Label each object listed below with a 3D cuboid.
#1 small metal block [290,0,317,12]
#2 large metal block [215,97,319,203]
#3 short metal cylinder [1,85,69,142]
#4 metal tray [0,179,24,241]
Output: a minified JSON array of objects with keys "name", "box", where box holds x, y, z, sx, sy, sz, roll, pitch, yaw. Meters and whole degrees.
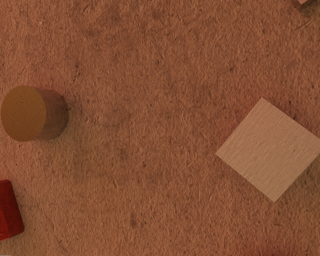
[{"name":"small metal block","box":[0.167,-0.170,0.350,0.050,0.025,0.050,-34,80,16]},{"name":"large metal block","box":[0.123,0.023,0.352,0.080,0.050,0.080,40,102,15]},{"name":"short metal cylinder","box":[-0.185,-0.020,0.459,0.080,0.050,0.079,0,90,19]},{"name":"metal tray","box":[-0.293,0.147,0.507,0.130,0.030,0.090,-22,83,18]}]
